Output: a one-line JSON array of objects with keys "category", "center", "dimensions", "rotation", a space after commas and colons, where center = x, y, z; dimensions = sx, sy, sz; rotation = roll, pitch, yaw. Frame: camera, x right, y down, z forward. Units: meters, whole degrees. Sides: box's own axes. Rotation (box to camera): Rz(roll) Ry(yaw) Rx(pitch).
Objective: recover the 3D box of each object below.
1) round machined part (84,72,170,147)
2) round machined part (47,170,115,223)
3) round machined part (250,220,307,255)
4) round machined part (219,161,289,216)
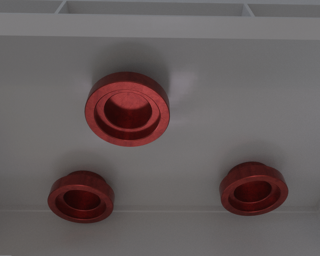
[{"category": "round machined part", "center": [-0.038, -0.026, 0.375], "dimensions": [0.099, 0.042, 0.097], "rotation": [0, 130, 0]}, {"category": "round machined part", "center": [-0.120, 0.104, 0.485], "dimensions": [0.099, 0.042, 0.097], "rotation": [0, 130, 0]}, {"category": "round machined part", "center": [0.218, 0.210, 0.581], "dimensions": [0.099, 0.042, 0.097], "rotation": [0, 130, 0]}, {"category": "round machined part", "center": [0.140, 0.089, 0.475], "dimensions": [0.099, 0.042, 0.097], "rotation": [0, 130, 0]}]
